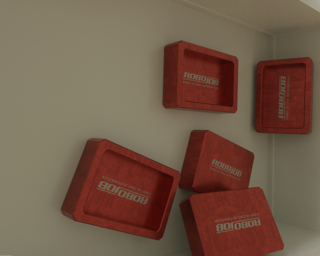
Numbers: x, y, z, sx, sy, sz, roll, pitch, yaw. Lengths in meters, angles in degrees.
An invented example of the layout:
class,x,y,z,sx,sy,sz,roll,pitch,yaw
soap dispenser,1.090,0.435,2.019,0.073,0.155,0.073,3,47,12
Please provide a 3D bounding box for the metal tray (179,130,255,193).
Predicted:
class,x,y,z,sx,sy,sz,roll,pitch,yaw
metal tray,0.093,0.065,0.484,0.131,0.030,0.090,24,75,-38

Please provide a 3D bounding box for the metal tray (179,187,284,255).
class,x,y,z,sx,sy,sz,roll,pitch,yaw
metal tray,0.098,0.133,0.422,0.131,0.030,0.090,1,60,-28

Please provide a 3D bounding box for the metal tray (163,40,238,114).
class,x,y,z,sx,sy,sz,roll,pitch,yaw
metal tray,0.064,-0.070,0.459,0.131,0.030,0.089,2,89,-40

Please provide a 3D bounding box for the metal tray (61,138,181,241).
class,x,y,z,sx,sy,sz,roll,pitch,yaw
metal tray,-0.040,0.076,0.371,0.131,0.030,0.090,29,72,-37

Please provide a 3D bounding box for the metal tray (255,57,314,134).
class,x,y,z,sx,sy,sz,roll,pitch,yaw
metal tray,0.219,-0.055,0.548,0.030,0.090,0.129,5,86,-59
